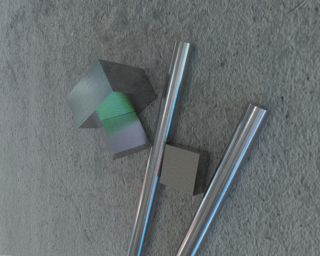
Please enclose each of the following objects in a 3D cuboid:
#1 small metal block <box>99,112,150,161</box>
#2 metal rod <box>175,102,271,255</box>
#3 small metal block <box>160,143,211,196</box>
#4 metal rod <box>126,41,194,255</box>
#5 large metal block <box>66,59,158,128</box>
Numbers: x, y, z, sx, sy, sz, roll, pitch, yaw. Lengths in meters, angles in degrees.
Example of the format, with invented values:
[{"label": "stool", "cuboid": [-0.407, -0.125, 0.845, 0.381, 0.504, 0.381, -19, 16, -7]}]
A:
[{"label": "small metal block", "cuboid": [-0.049, 0.011, 0.423, 0.050, 0.050, 0.025, 64, 155, 19]}, {"label": "metal rod", "cuboid": [0.050, 0.110, 0.362, 0.025, 0.025, 0.298, 34, 110, 34]}, {"label": "small metal block", "cuboid": [0.030, 0.049, 0.378, 0.050, 0.025, 0.050, 15, 99, 38]}, {"label": "metal rod", "cuboid": [-0.003, 0.039, 0.405, 0.025, 0.025, 0.298, 21, 103, 38]}, {"label": "large metal block", "cuboid": [-0.065, -0.042, 0.421, 0.080, 0.081, 0.050, -40, 66, 32]}]
